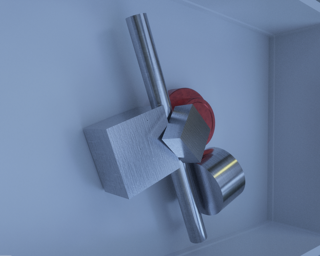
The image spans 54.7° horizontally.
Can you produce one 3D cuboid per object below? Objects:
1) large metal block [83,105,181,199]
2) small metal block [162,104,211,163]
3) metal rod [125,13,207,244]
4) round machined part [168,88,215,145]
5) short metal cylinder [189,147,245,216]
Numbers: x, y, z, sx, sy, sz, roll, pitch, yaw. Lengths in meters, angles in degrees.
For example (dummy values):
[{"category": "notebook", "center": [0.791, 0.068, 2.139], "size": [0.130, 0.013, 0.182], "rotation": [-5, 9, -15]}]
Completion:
[{"category": "large metal block", "center": [-0.030, 0.024, 0.361], "size": [0.081, 0.050, 0.080], "rotation": [-26, 107, -37]}, {"category": "small metal block", "center": [0.033, 0.007, 0.372], "size": [0.050, 0.025, 0.050], "rotation": [50, 49, -37]}, {"category": "metal rod", "center": [0.013, 0.011, 0.390], "size": [0.025, 0.025, 0.298], "rotation": [-26, 107, -37]}, {"category": "round machined part", "center": [0.038, -0.007, 0.427], "size": [0.099, 0.042, 0.097], "rotation": [0, 90, -40]}, {"category": "short metal cylinder", "center": [0.069, 0.073, 0.430], "size": [0.050, 0.080, 0.080], "rotation": [-26, 107, -37]}]
